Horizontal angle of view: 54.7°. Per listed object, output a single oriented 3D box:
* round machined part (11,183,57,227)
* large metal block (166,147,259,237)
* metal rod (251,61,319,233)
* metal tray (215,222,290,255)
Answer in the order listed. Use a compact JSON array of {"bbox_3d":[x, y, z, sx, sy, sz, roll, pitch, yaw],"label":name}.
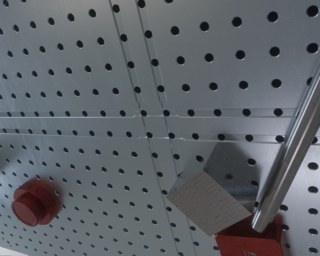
[{"bbox_3d":[-0.267,0.165,0.643,0.098,0.042,0.097,13,124,21],"label":"round machined part"},{"bbox_3d":[0.069,0.086,0.412,0.080,0.050,0.080,43,129,-2],"label":"large metal block"},{"bbox_3d":[0.153,0.011,0.337,0.025,0.025,0.298,20,126,16],"label":"metal rod"},{"bbox_3d":[0.142,0.198,0.456,0.090,0.030,0.129,-7,115,31],"label":"metal tray"}]
